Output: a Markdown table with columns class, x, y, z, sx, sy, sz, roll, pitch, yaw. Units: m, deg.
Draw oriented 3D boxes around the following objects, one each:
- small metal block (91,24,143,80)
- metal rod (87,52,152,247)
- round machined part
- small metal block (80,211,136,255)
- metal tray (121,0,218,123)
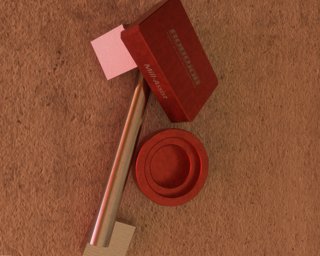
| class | x | y | z | sx | sy | sz | roll | pitch | yaw |
| --- | --- | --- | --- | --- | --- | --- | --- | --- | --- |
| small metal block | -0.048 | -0.092 | 0.376 | 0.025 | 0.050 | 0.050 | -37 | 107 | -58 |
| metal rod | -0.033 | -0.009 | 0.383 | 0.025 | 0.025 | 0.299 | 19 | 78 | -20 |
| round machined part | 0.010 | 0.049 | 0.405 | 0.099 | 0.042 | 0.097 | 0 | 90 | -21 |
| small metal block | -0.065 | 0.137 | 0.386 | 0.050 | 0.025 | 0.050 | 23 | 82 | -19 |
| metal tray | 0.018 | -0.082 | 0.380 | 0.090 | 0.030 | 0.130 | -53 | 123 | -36 |
